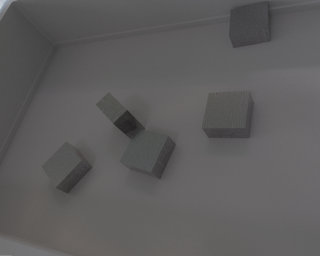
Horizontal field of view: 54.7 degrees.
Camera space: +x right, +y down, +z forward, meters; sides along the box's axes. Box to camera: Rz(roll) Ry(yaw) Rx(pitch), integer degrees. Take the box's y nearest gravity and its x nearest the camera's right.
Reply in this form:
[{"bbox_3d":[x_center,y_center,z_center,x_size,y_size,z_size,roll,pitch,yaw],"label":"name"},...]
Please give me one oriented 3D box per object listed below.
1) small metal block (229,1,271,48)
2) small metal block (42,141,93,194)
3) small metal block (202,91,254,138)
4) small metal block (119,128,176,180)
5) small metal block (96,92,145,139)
[{"bbox_3d":[0.125,-0.142,0.428,0.050,0.025,0.050,-5,60,26],"label":"small metal block"},{"bbox_3d":[-0.133,0.056,0.442,0.050,0.025,0.050,-47,51,-5],"label":"small metal block"},{"bbox_3d":[0.082,-0.016,0.372,0.050,0.025,0.050,0,62,28],"label":"small metal block"},{"bbox_3d":[-0.015,0.032,0.394,0.050,0.025,0.050,13,68,33],"label":"small metal block"},{"bbox_3d":[-0.054,-0.016,0.428,0.025,0.050,0.050,-45,51,-3],"label":"small metal block"}]
